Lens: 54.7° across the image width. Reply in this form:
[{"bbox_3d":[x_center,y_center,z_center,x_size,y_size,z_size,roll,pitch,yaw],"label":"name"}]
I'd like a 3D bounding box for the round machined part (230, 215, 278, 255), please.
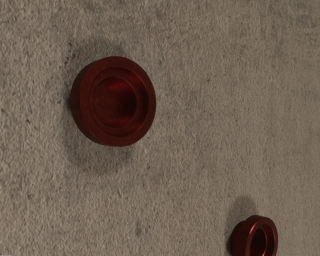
[{"bbox_3d":[0.157,0.198,0.529,0.099,0.042,0.097,0,90,-40],"label":"round machined part"}]

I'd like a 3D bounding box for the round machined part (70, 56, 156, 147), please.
[{"bbox_3d":[-0.055,-0.028,0.349,0.099,0.042,0.097,0,90,-40],"label":"round machined part"}]
